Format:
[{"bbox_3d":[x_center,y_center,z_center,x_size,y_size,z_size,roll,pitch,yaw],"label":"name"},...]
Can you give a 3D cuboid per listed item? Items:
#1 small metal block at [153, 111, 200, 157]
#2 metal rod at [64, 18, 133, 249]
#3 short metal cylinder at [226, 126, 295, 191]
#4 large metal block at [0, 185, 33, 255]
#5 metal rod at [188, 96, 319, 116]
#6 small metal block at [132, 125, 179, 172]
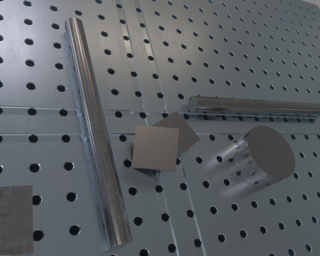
[{"bbox_3d":[0.016,0.012,0.409,0.050,0.025,0.050,-32,80,-38],"label":"small metal block"},{"bbox_3d":[-0.080,-0.013,0.372,0.025,0.025,0.299,-3,63,-30],"label":"metal rod"},{"bbox_3d":[0.143,0.043,0.442,0.081,0.050,0.080,14,56,-21],"label":"short metal cylinder"},{"bbox_3d":[-0.147,0.084,0.242,0.081,0.080,0.050,2,61,-27],"label":"large metal block"},{"bbox_3d":[0.181,-0.035,0.526,0.303,0.025,0.025,0,62,-28],"label":"metal rod"},{"bbox_3d":[-0.005,0.025,0.369,0.050,0.025,0.050,5,78,-1],"label":"small metal block"}]
